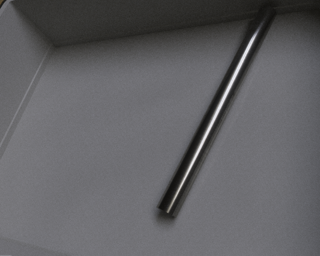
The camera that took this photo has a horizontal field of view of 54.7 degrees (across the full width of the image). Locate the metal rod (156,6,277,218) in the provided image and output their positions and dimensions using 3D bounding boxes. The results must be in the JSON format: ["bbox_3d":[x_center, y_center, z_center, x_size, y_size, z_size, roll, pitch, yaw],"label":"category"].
[{"bbox_3d":[0.077,-0.032,0.384,0.025,0.025,0.300,18,71,34],"label":"metal rod"}]
